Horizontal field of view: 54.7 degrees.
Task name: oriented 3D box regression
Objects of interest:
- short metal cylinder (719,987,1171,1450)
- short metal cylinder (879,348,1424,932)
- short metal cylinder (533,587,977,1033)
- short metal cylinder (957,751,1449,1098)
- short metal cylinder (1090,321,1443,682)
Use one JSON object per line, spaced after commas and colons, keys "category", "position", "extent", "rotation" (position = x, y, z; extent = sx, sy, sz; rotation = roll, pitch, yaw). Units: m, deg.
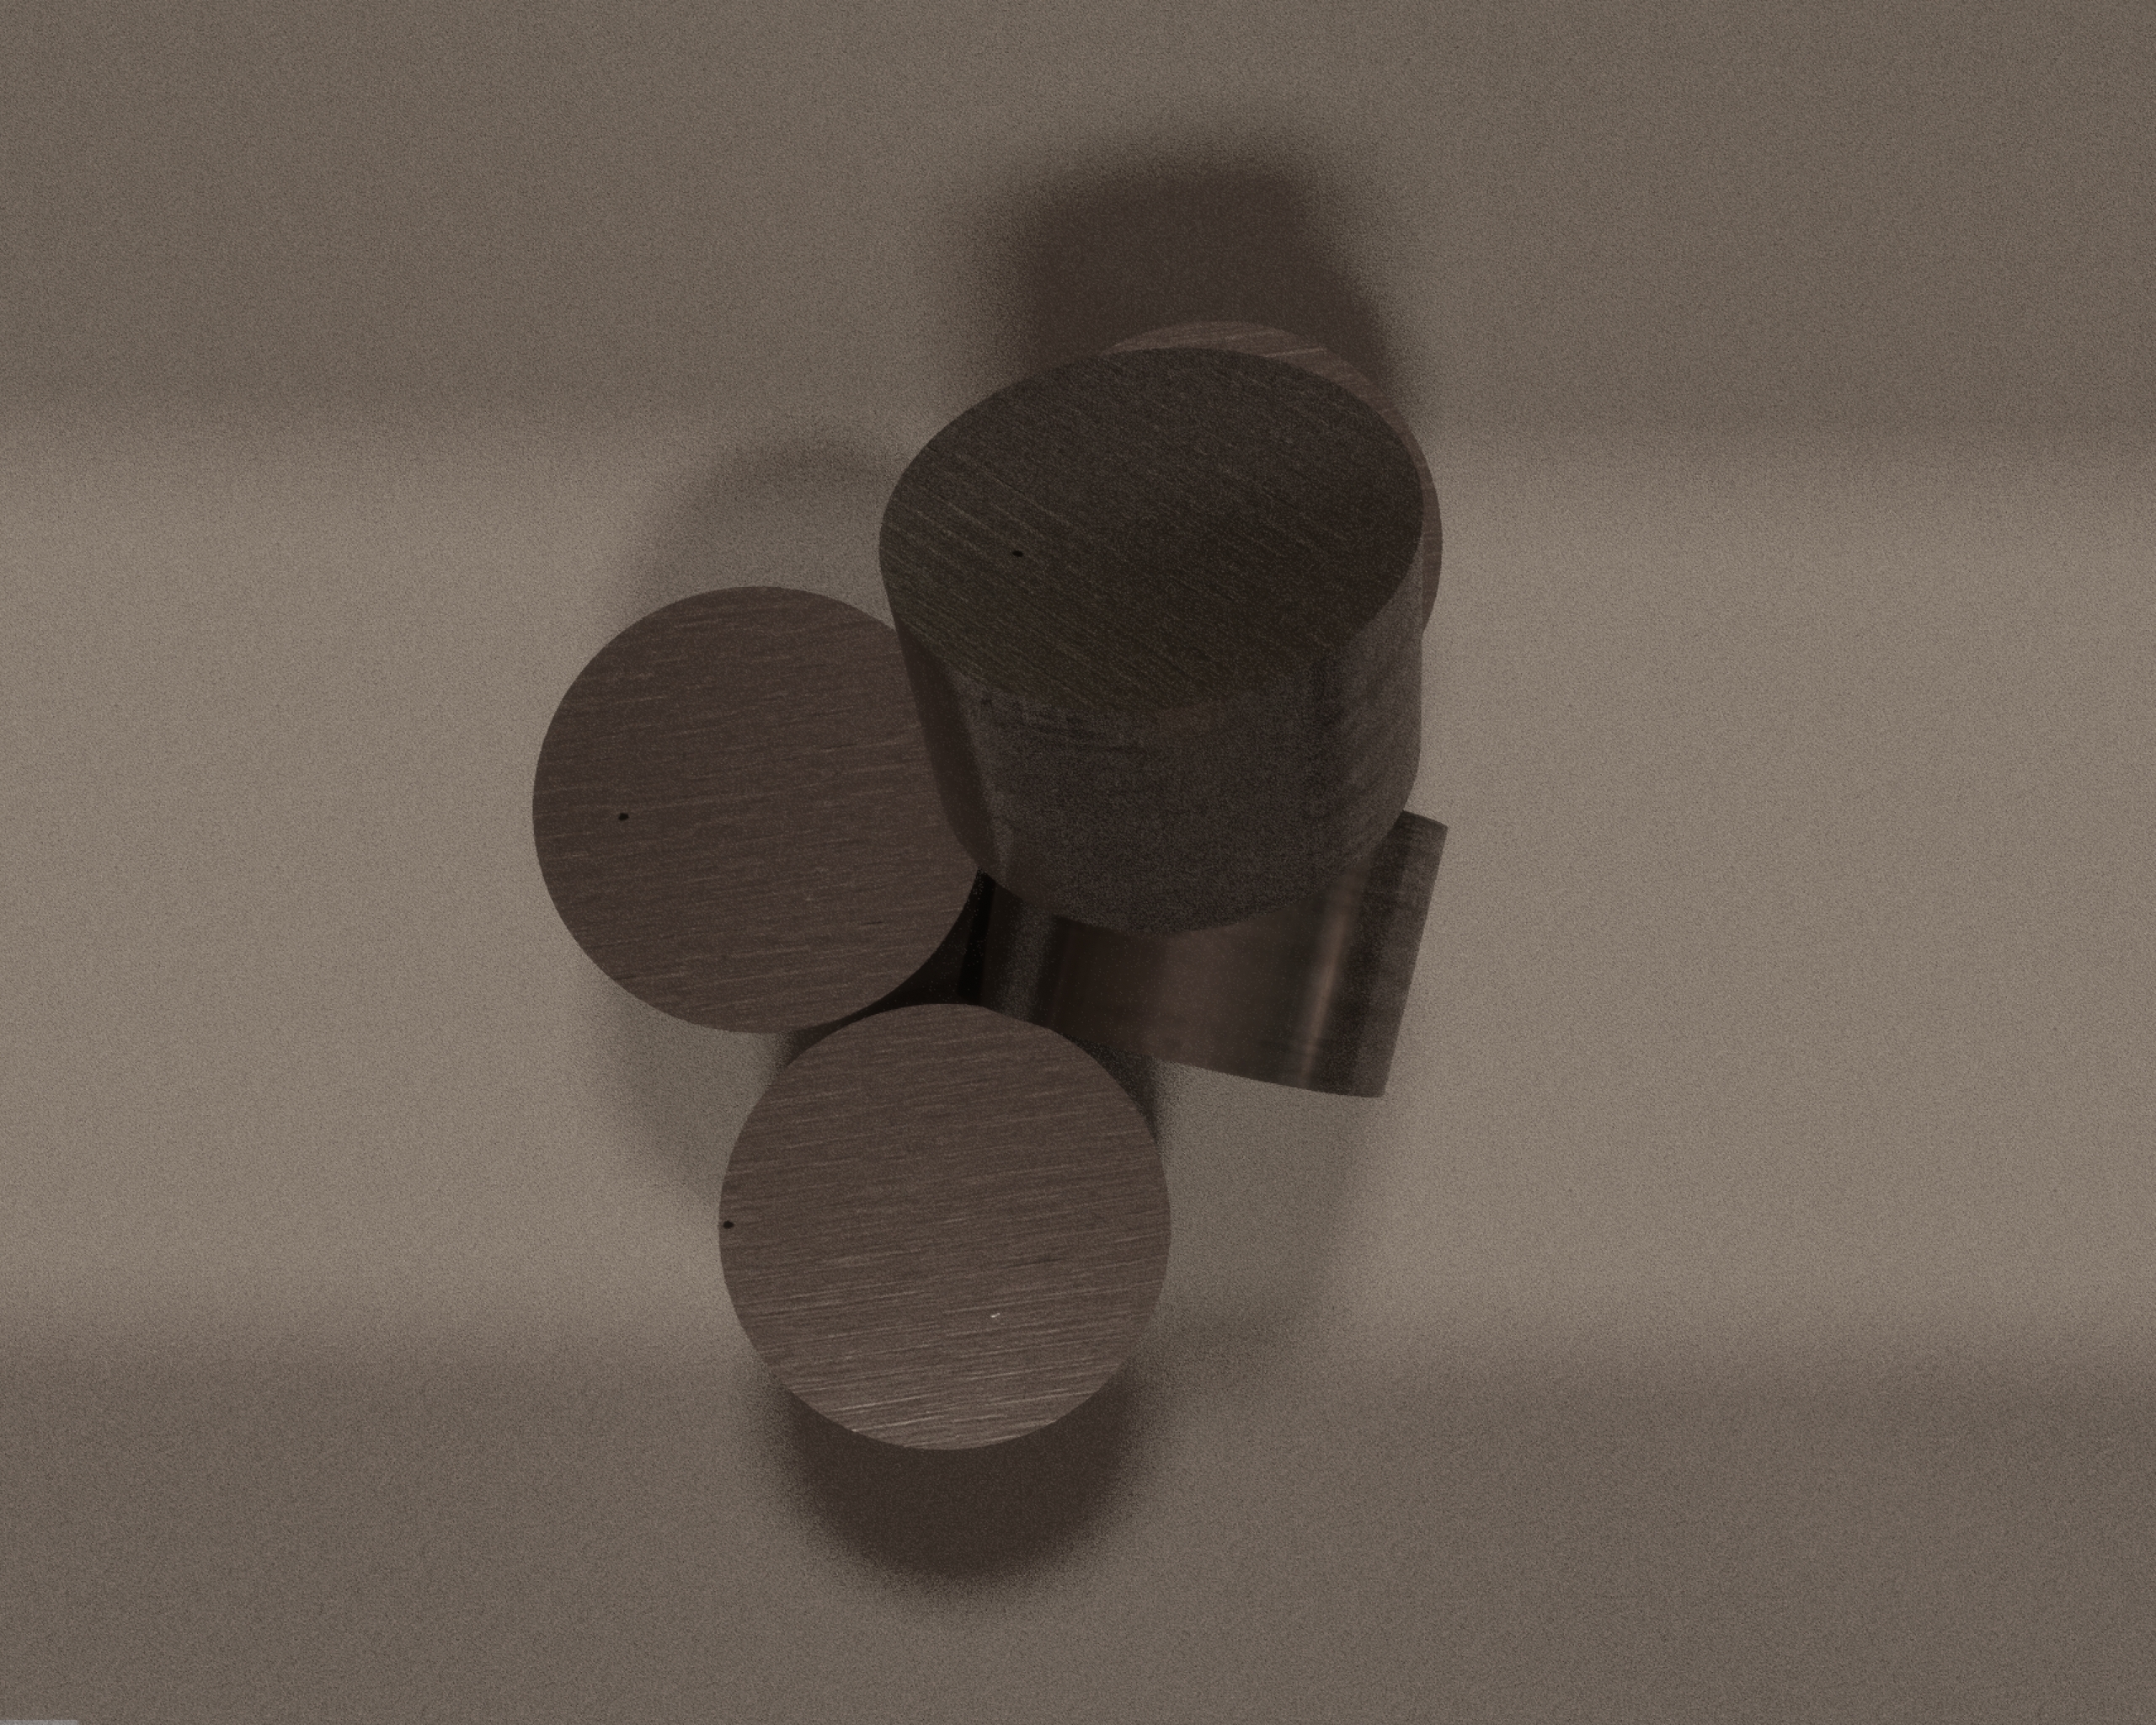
{"category": "short metal cylinder", "position": [-0.024, 0.065, 0.397], "extent": [0.081, 0.050, 0.079], "rotation": [0, 90, -1]}
{"category": "short metal cylinder", "position": [0.013, -0.036, 0.327], "extent": [0.080, 0.050, 0.080], "rotation": [-4, 50, 5]}
{"category": "short metal cylinder", "position": [-0.057, -0.010, 0.396], "extent": [0.081, 0.050, 0.079], "rotation": [0, 90, -1]}
{"category": "short metal cylinder", "position": [0.023, 0.009, 0.383], "extent": [0.080, 0.080, 0.050], "rotation": [13, 90, -1]}
{"category": "short metal cylinder", "position": [0.025, -0.057, 0.398], "extent": [0.081, 0.050, 0.079], "rotation": [0, 90, -1]}
